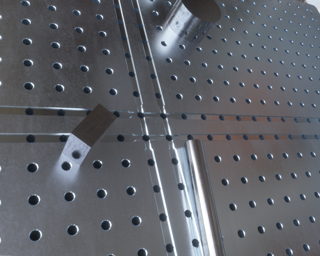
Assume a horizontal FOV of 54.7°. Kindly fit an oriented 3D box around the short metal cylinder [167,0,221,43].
[{"bbox_3d":[0.060,-0.199,0.548,0.081,0.050,0.080,14,56,-21],"label":"short metal cylinder"}]

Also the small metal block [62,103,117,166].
[{"bbox_3d":[-0.079,0.008,0.346,0.025,0.050,0.050,38,51,-4],"label":"small metal block"}]

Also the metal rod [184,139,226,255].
[{"bbox_3d":[0.063,0.152,0.351,0.025,0.025,0.299,7,59,-25],"label":"metal rod"}]
